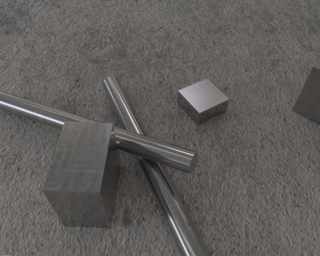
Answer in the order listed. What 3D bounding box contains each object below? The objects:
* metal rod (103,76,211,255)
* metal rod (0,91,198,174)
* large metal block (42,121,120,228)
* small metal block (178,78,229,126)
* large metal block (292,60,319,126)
[{"bbox_3d":[-0.013,0.039,0.370,0.025,0.025,0.300,-18,52,-15],"label":"metal rod"},{"bbox_3d":[-0.099,-0.002,0.383,0.301,0.025,0.025,16,52,21],"label":"metal rod"},{"bbox_3d":[-0.075,0.050,0.325,0.050,0.080,0.080,2,50,2],"label":"large metal block"},{"bbox_3d":[0.060,-0.038,0.435,0.050,0.025,0.050,-25,55,-20],"label":"small metal block"},{"bbox_3d":[0.235,-0.043,0.406,0.080,0.080,0.050,36,59,26],"label":"large metal block"}]
